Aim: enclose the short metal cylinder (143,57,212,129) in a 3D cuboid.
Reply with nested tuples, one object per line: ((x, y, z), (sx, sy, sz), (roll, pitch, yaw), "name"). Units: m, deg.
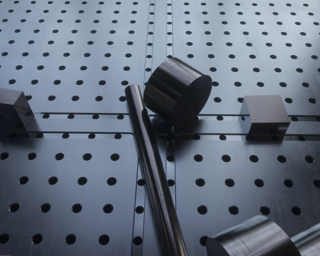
((0.024, -0.046, 0.411), (0.050, 0.080, 0.080), (37, 59, 26), "short metal cylinder")

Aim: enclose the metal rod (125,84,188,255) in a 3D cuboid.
((-0.006, 0.057, 0.359), (0.025, 0.025, 0.300), (-10, 51, -8), "metal rod")

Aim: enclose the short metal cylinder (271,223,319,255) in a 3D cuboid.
((0.143, 0.128, 0.265), (0.050, 0.080, 0.080), (-20, 53, -16), "short metal cylinder")

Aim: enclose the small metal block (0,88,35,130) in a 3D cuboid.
((-0.203, -0.026, 0.412), (0.050, 0.050, 0.025), (8, 51, 7), "small metal block")

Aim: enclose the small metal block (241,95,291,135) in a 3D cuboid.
((0.143, -0.018, 0.424), (0.050, 0.025, 0.050), (-1, 50, -1), "small metal block")

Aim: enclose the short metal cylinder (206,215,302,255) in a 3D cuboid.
((0.082, 0.124, 0.268), (0.050, 0.080, 0.080), (-19, 53, -15), "short metal cylinder")
